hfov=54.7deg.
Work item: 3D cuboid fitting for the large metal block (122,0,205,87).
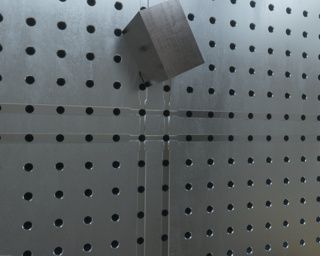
[{"bbox_3d":[0.001,-0.101,0.385,0.050,0.080,0.080,-27,99,-18],"label":"large metal block"}]
